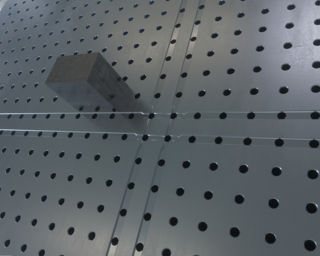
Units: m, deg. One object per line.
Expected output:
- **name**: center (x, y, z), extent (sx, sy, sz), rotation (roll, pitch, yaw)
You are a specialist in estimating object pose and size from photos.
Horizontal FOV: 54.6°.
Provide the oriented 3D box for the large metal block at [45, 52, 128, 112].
- **large metal block**: center (-0.110, -0.066, 0.473), extent (0.080, 0.080, 0.050), rotation (2, 63, 29)
